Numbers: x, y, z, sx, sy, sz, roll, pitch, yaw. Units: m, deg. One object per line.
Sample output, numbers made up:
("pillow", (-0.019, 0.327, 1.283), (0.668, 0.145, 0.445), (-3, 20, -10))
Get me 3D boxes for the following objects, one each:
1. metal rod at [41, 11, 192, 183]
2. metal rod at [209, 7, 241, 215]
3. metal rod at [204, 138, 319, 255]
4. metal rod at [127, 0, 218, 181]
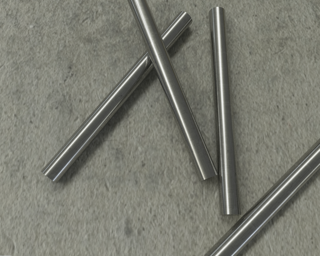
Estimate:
("metal rod", (-0.049, -0.053, 0.426), (0.025, 0.025, 0.300), (34, 73, 11))
("metal rod", (0.086, -0.036, 0.422), (0.025, 0.025, 0.299), (1, 70, 0))
("metal rod", (0.171, 0.061, 0.387), (0.301, 0.025, 0.025), (-40, 75, -14))
("metal rod", (0.008, -0.075, 0.414), (0.025, 0.025, 0.299), (-20, 79, -7))
